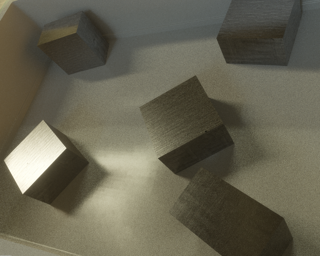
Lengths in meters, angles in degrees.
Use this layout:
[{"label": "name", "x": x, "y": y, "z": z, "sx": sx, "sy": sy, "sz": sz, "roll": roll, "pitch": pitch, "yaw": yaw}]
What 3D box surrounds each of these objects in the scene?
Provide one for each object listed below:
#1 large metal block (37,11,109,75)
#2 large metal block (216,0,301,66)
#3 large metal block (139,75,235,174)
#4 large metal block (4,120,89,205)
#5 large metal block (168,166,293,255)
[{"label": "large metal block", "x": -0.147, "y": -0.144, "z": 0.536, "sx": 0.080, "sy": 0.080, "sz": 0.050, "roll": -10, "pitch": 58, "yaw": 23}, {"label": "large metal block", "x": 0.130, "y": -0.130, "z": 0.401, "sx": 0.080, "sy": 0.050, "sz": 0.080, "roll": 10, "pitch": 67, "yaw": 32}, {"label": "large metal block", "x": 0.031, "y": -0.004, "z": 0.376, "sx": 0.080, "sy": 0.050, "sz": 0.080, "roll": -29, "pitch": 52, "yaw": 10}, {"label": "large metal block", "x": -0.164, "y": 0.048, "z": 0.446, "sx": 0.080, "sy": 0.050, "sz": 0.080, "roll": -48, "pitch": 51, "yaw": -5}, {"label": "large metal block", "x": 0.066, "y": 0.089, "z": 0.281, "sx": 0.080, "sy": 0.080, "sz": 0.050, "roll": 31, "pitch": 79, "yaw": 38}]
